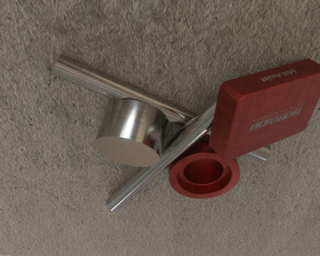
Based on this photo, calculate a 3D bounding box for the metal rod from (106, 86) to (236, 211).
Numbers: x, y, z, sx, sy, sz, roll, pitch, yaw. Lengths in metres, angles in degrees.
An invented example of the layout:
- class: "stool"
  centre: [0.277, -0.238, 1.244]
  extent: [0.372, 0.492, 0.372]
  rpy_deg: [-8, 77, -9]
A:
- class: "metal rod"
  centre: [0.003, 0.042, 0.422]
  extent: [0.025, 0.025, 0.298]
  rpy_deg: [26, 132, -21]

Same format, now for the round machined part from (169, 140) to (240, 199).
- class: "round machined part"
  centre: [0.061, 0.055, 0.445]
  extent: [0.099, 0.042, 0.097]
  rpy_deg: [0, 130, 0]

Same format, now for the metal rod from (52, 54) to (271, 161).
- class: "metal rod"
  centre: [0.017, -0.018, 0.394]
  extent: [0.302, 0.025, 0.025]
  rpy_deg: [22, 127, -18]

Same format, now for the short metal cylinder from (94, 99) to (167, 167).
- class: "short metal cylinder"
  centre: [-0.035, 0.008, 0.382]
  extent: [0.080, 0.050, 0.080]
  rpy_deg: [10, 151, 6]

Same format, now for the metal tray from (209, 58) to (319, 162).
- class: "metal tray"
  centre: [0.123, -0.021, 0.352]
  extent: [0.131, 0.030, 0.089]
  rpy_deg: [-17, 134, -23]
